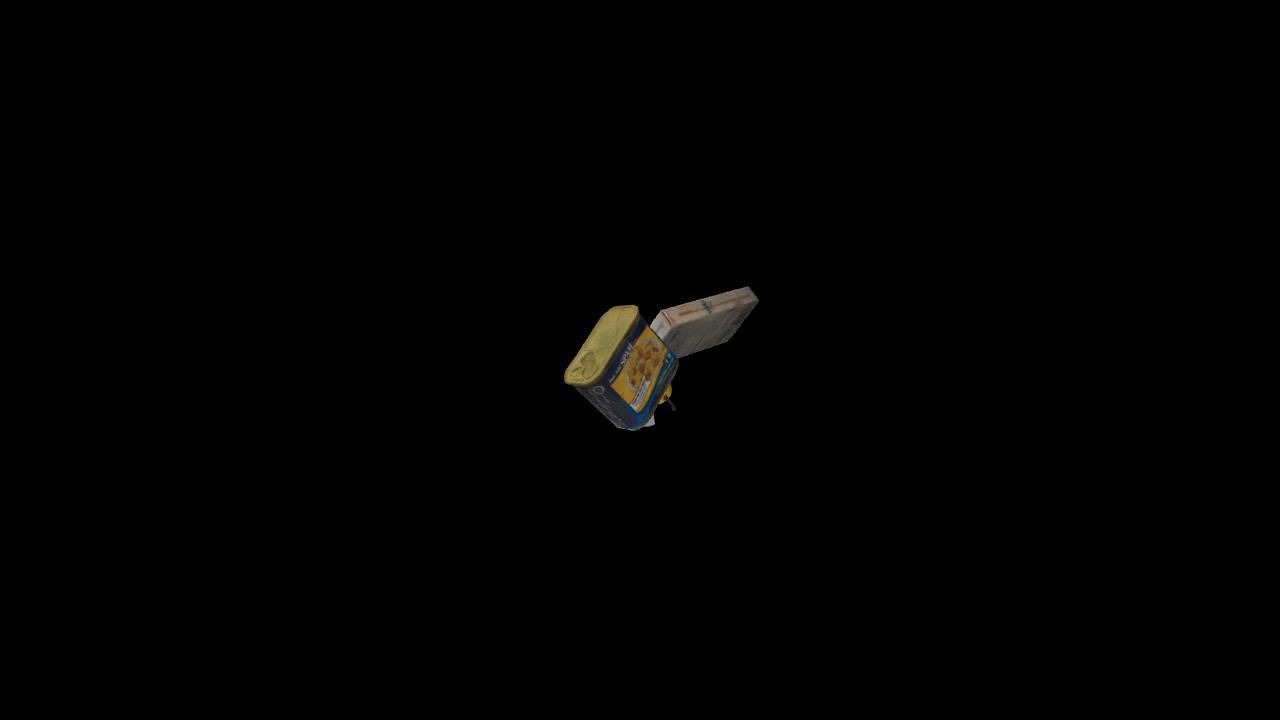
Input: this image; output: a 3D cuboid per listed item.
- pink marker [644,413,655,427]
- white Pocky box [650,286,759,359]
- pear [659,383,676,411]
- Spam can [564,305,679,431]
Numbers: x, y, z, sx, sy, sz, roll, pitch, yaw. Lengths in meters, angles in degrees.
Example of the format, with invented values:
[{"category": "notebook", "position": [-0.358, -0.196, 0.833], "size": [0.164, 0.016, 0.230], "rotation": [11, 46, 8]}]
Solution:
[{"category": "pink marker", "position": [0.002, 0.023, 0.767], "size": [0.020, 0.121, 0.020], "rotation": [-7, 7, 1]}, {"category": "white Pocky box", "position": [0.068, -0.039, 0.730], "size": [0.154, 0.028, 0.084], "rotation": [-18, -26, -39]}, {"category": "pear", "position": [0.007, 0.022, 0.736], "size": [0.080, 0.080, 0.111], "rotation": [0, 15, -44]}, {"category": "Spam can", "position": [-0.015, 0.009, 0.632], "size": [0.058, 0.101, 0.085], "rotation": [3, -36, 48]}]
